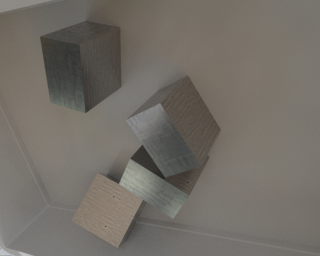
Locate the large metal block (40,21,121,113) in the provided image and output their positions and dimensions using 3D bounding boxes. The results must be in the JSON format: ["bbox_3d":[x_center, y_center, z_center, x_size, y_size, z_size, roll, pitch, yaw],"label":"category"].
[{"bbox_3d":[-0.089,-0.076,0.372,0.050,0.080,0.079,16,125,19],"label":"large metal block"}]

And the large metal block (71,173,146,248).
[{"bbox_3d":[-0.074,0.124,0.480,0.080,0.050,0.080,26,83,11],"label":"large metal block"}]

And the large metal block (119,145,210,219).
[{"bbox_3d":[0.007,0.055,0.402,0.080,0.080,0.050,31,128,7],"label":"large metal block"}]

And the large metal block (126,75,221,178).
[{"bbox_3d":[0.020,-0.003,0.360,0.050,0.080,0.080,-24,106,36],"label":"large metal block"}]
